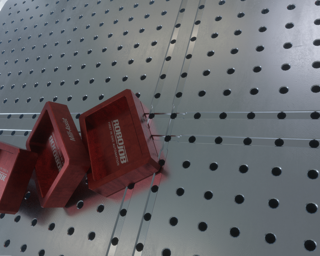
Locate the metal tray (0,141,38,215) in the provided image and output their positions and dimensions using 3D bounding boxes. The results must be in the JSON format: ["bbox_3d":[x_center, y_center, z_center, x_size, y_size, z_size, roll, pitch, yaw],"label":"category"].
[{"bbox_3d":[-0.244,0.068,0.470,0.130,0.030,0.090,9,77,41],"label":"metal tray"}]

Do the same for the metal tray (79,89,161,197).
[{"bbox_3d":[-0.060,0.017,0.427,0.090,0.030,0.130,-27,52,11],"label":"metal tray"}]

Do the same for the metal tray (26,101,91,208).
[{"bbox_3d":[-0.149,0.035,0.439,0.090,0.030,0.130,-54,47,23],"label":"metal tray"}]
